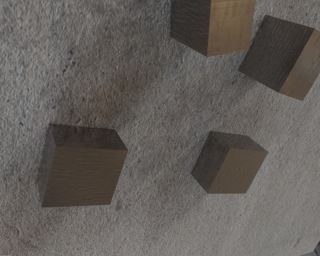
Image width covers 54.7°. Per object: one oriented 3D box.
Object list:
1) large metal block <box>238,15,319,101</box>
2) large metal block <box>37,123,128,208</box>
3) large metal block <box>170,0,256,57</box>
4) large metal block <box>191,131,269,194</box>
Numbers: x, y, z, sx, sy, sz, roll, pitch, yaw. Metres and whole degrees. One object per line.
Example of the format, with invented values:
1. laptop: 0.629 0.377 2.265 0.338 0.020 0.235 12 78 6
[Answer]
1. large metal block: 0.161 -0.092 0.402 0.050 0.080 0.079 11 113 -33
2. large metal block: -0.094 0.045 0.367 0.081 0.050 0.079 6 115 -31
3. large metal block: 0.052 -0.127 0.320 0.050 0.080 0.079 -14 124 -21
4. large metal block: 0.107 0.055 0.483 0.081 0.050 0.079 8 115 -32
